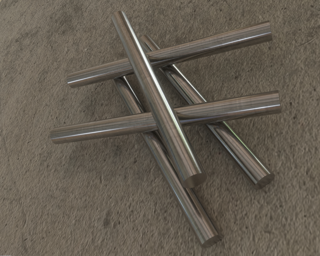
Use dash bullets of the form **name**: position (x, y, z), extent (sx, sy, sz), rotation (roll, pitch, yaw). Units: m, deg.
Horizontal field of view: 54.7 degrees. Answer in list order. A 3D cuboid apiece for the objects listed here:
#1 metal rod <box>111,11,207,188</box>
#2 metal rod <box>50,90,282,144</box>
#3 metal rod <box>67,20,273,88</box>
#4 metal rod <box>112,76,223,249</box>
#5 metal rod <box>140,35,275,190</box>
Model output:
- **metal rod**: position (-0.015, -0.059, 0.384), extent (0.025, 0.025, 0.299), rotation (-30, 52, 9)
- **metal rod**: position (-0.011, -0.008, 0.383), extent (0.301, 0.025, 0.025), rotation (-8, 58, 23)
- **metal rod**: position (-0.002, -0.097, 0.433), extent (0.301, 0.025, 0.025), rotation (-9, 58, 23)
- **metal rod**: position (-0.009, 0.012, 0.400), extent (0.025, 0.025, 0.300), rotation (-35, 51, 5)
- **metal rod**: position (0.041, -0.042, 0.408), extent (0.025, 0.025, 0.300), rotation (-37, 51, 3)
